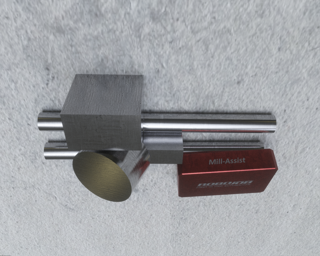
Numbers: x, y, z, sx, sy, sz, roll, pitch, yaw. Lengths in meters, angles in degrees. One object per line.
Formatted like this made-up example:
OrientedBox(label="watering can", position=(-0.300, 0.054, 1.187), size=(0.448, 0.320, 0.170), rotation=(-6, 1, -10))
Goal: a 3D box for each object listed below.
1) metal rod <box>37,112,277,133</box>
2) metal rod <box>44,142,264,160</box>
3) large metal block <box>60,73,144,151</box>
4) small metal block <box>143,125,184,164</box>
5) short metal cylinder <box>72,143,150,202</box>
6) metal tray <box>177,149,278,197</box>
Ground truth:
OrientedBox(label="metal rod", position=(-0.003, -0.007, 0.403), size=(0.302, 0.025, 0.025), rotation=(1, 130, -1))
OrientedBox(label="metal rod", position=(-0.008, 0.032, 0.436), size=(0.302, 0.025, 0.025), rotation=(0, 130, -1))
OrientedBox(label="large metal block", position=(-0.060, -0.020, 0.355), size=(0.081, 0.080, 0.050), rotation=(1, 130, -1))
OrientedBox(label="small metal block", position=(0.004, 0.021, 0.409), size=(0.050, 0.050, 0.025), rotation=(1, 130, -1))
OrientedBox(label="short metal cylinder", position=(-0.059, 0.045, 0.383), size=(0.080, 0.050, 0.079), rotation=(15, 131, 18))
OrientedBox(label="metal tray", position=(0.091, 0.067, 0.445), size=(0.131, 0.030, 0.090), rotation=(-4, 148, 1))
